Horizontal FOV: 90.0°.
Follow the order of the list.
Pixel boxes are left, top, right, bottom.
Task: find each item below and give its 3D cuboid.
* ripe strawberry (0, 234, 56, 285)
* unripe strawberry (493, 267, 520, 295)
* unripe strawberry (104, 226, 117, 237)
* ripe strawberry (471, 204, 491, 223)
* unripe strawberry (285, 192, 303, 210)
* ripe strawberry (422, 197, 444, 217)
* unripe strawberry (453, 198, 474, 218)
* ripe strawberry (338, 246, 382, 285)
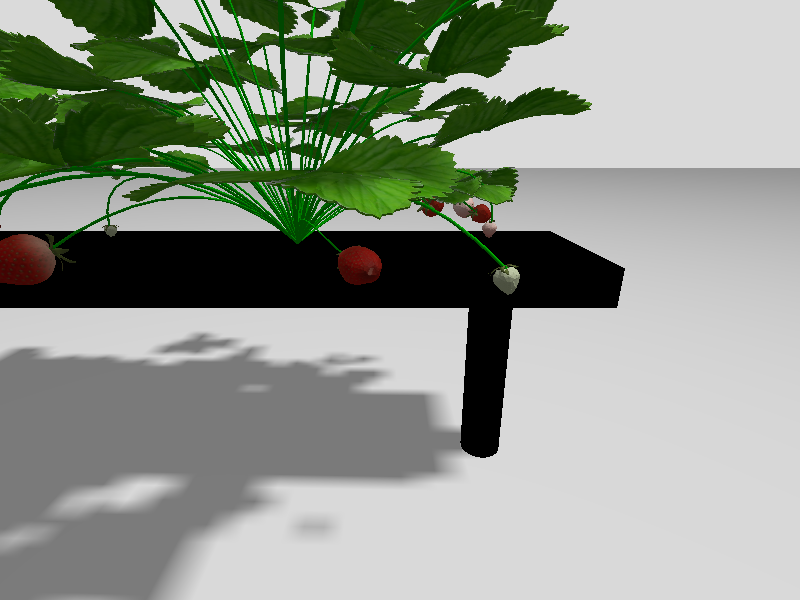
[{"bbox_3d":[-0.222,-0.022,0.234,0.033,0.028,0.033,-31,34,-33],"label":"ripe strawberry"},{"bbox_3d":[0.061,-0.011,0.227,0.015,0.015,0.014,-13,6,45],"label":"unripe strawberry"},{"bbox_3d":[-0.254,-0.061,0.352,0.010,0.010,0.009,0,20,1],"label":"unripe strawberry"},{"bbox_3d":[0.093,-0.098,0.455,0.024,0.021,0.024,2,16,-33],"label":"ripe strawberry"},{"bbox_3d":[-0.146,-0.135,0.553,0.027,0.028,0.029,-5,20,-13],"label":"unripe strawberry"},{"bbox_3d":[0.043,-0.121,0.502,0.029,0.032,0.031,15,22,36],"label":"ripe strawberry"},{"bbox_3d":[0.081,-0.116,0.505,0.026,0.027,0.028,19,-26,43],"label":"unripe strawberry"},{"bbox_3d":[-0.022,-0.020,0.235,0.026,0.023,0.026,-11,23,-27],"label":"ripe strawberry"}]
